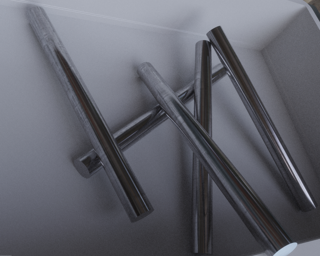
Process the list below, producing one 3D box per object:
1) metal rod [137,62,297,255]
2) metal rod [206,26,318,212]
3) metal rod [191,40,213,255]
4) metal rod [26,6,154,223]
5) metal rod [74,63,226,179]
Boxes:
[{"bbox_3d":[0.038,0.007,0.347,0.025,0.025,0.300,-1,38,-29],"label":"metal rod"},{"bbox_3d":[0.150,-0.015,0.461,0.025,0.025,0.299,-26,88,-37],"label":"metal rod"},{"bbox_3d":[0.057,0.007,0.412,0.025,0.025,0.299,15,62,-21],"label":"metal rod"},{"bbox_3d":[-0.090,-0.033,0.354,0.025,0.025,0.299,-16,63,-35],"label":"metal rod"},{"bbox_3d":[0.010,-0.027,0.428,0.025,0.025,0.302,49,51,5],"label":"metal rod"}]
